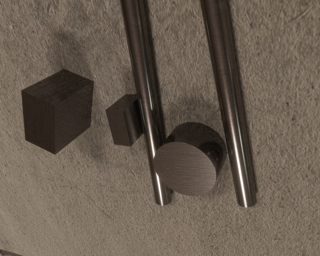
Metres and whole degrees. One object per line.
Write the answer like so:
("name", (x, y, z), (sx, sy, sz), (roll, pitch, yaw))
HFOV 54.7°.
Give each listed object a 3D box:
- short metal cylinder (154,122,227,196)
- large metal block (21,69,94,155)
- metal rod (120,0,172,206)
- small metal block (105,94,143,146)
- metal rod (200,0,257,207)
("short metal cylinder", (0.039, 0.039, 0.393), (0.080, 0.050, 0.079), (13, 124, 20))
("large metal block", (-0.138, -0.024, 0.427), (0.050, 0.080, 0.079), (24, 127, 13))
("metal rod", (-0.013, -0.021, 0.399), (0.025, 0.025, 0.298), (6, 121, 25))
("small metal block", (-0.041, -0.011, 0.404), (0.025, 0.050, 0.050), (4, 120, 26))
("metal rod", (0.077, -0.035, 0.343), (0.025, 0.025, 0.298), (-2, 118, 28))
